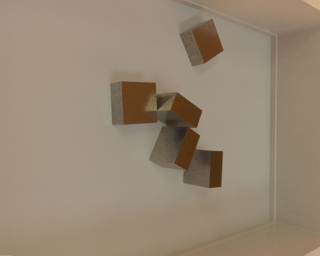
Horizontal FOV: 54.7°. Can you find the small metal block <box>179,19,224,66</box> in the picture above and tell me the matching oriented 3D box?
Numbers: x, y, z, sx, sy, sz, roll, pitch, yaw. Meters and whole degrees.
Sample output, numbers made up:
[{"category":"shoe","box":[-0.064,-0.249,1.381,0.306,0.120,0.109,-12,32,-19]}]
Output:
[{"category":"small metal block","box":[0.062,-0.126,0.458,0.050,0.025,0.050,-38,114,-33]}]

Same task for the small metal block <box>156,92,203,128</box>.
[{"category":"small metal block","box":[0.018,-0.022,0.405,0.050,0.050,0.025,31,71,-36]}]

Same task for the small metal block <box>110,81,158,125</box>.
[{"category":"small metal block","box":[-0.032,-0.030,0.380,0.050,0.025,0.050,-4,93,-40]}]

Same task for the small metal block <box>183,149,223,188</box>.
[{"category":"small metal block","box":[0.061,0.056,0.441,0.025,0.050,0.050,5,87,-40]}]

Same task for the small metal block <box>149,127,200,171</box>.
[{"category":"small metal block","box":[0.019,0.026,0.406,0.025,0.050,0.050,34,69,-35]}]
